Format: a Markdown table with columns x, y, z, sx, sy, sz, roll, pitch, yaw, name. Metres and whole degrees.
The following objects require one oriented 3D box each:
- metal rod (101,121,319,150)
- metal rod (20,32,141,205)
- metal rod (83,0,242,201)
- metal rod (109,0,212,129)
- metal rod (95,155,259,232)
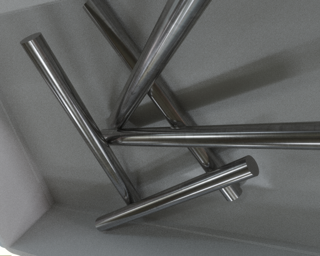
| x | y | z | sx | sy | sz | roll | pitch | yaw | name |
| --- | --- | --- | --- | --- | --- | --- | --- | --- | --- |
| 0.029 | 0.010 | 0.361 | 0.300 | 0.025 | 0.025 | -2 | 118 | 42 | metal rod |
| -0.090 | 0.013 | 0.422 | 0.025 | 0.025 | 0.299 | -1 | 131 | 29 | metal rod |
| 0.009 | -0.029 | 0.385 | 0.025 | 0.025 | 0.300 | -29 | 103 | 37 | metal rod |
| -0.014 | -0.054 | 0.302 | 0.025 | 0.025 | 0.299 | 43 | 155 | -2 | metal rod |
| 0.002 | 0.103 | 0.437 | 0.299 | 0.025 | 0.025 | -31 | 101 | 38 | metal rod |
